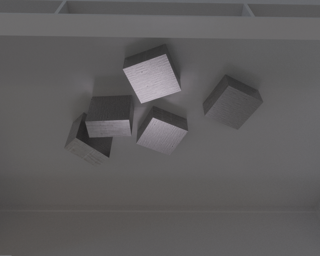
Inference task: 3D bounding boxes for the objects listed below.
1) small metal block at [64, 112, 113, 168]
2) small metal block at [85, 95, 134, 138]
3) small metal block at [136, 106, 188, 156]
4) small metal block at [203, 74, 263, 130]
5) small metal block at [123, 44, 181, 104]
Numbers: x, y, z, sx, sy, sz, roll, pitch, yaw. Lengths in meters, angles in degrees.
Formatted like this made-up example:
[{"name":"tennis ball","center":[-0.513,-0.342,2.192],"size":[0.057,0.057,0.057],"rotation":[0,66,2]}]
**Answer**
[{"name":"small metal block","center":[-0.091,0.015,0.405],"size":[0.050,0.050,0.025],"rotation":[36,121,-27]},{"name":"small metal block","center":[-0.060,-0.015,0.379],"size":[0.050,0.050,0.025],"rotation":[-2,130,2]},{"name":"small metal block","center":[0.002,0.004,0.413],"size":[0.050,0.025,0.050],"rotation":[21,127,-17]},{"name":"small metal block","center":[0.089,-0.031,0.383],"size":[0.050,0.025,0.050],"rotation":[22,127,-18]},{"name":"small metal block","center":[-0.008,-0.062,0.356],"size":[0.050,0.025,0.050],"rotation":[-17,128,13]}]
